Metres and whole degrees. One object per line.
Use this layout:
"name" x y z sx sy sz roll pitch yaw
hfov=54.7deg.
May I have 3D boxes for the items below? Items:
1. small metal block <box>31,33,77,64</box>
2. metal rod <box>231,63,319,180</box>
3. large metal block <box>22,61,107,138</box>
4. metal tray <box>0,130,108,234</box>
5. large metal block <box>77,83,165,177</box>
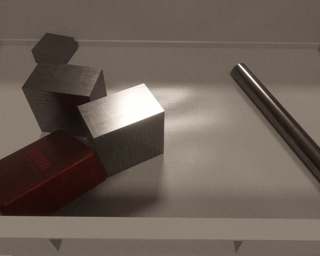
"small metal block" -0.173 -0.129 0.510 0.050 0.025 0.050 12 51 8
"metal rod" 0.178 0.016 0.393 0.025 0.025 0.300 -17 52 -14
"large metal block" -0.115 -0.034 0.396 0.080 0.080 0.050 8 51 6
"metal tray" -0.121 0.045 0.320 0.091 0.030 0.130 -31 24 -24
"large metal block" -0.043 0.004 0.365 0.081 0.080 0.050 -22 54 -18
